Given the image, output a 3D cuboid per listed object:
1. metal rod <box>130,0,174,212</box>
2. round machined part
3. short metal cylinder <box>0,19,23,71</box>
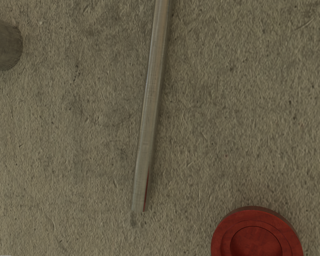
[{"bbox_3d":[-0.010,-0.039,0.411,0.025,0.025,0.298,8,93,19],"label":"metal rod"},{"bbox_3d":[0.112,0.139,0.360,0.098,0.042,0.097,0,90,19],"label":"round machined part"},{"bbox_3d":[-0.266,-0.134,0.487,0.080,0.050,0.079,0,90,19],"label":"short metal cylinder"}]
